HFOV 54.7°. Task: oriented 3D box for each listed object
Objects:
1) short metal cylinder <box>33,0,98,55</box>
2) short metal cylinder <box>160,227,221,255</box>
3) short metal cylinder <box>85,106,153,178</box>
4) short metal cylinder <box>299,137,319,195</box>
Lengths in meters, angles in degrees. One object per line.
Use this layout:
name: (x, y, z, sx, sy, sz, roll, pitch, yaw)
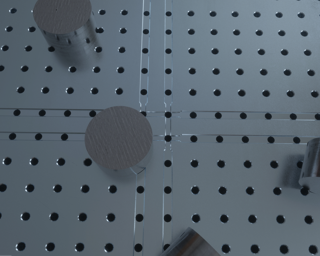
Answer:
short metal cylinder: (-0.136, -0.156, 0.454, 0.081, 0.050, 0.080, 0, 70, 0)
short metal cylinder: (0.041, 0.153, 0.327, 0.050, 0.080, 0.080, -42, 76, -14)
short metal cylinder: (-0.049, 0.019, 0.391, 0.081, 0.050, 0.080, 0, 70, 0)
short metal cylinder: (0.213, 0.050, 0.367, 0.080, 0.080, 0.050, 19, 71, 6)
